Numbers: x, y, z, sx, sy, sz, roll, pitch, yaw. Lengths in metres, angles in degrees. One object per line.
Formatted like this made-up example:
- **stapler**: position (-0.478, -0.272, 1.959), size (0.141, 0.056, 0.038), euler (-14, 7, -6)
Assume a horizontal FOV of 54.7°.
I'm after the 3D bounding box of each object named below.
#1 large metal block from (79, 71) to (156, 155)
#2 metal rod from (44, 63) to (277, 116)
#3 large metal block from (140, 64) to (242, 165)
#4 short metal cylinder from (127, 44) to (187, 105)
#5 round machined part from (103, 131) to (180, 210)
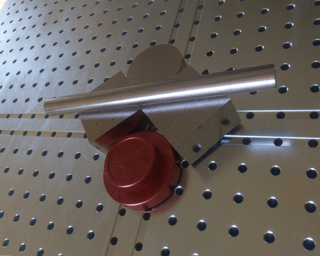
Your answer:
- **large metal block**: position (-0.062, -0.019, 0.431), size (0.080, 0.050, 0.080), euler (-34, 53, 5)
- **metal rod**: position (-0.020, -0.040, 0.372), size (0.300, 0.025, 0.025), euler (-5, 60, 26)
- **large metal block**: position (0.036, -0.017, 0.375), size (0.080, 0.050, 0.080), euler (-41, 51, 1)
- **short metal cylinder**: position (0.002, -0.068, 0.428), size (0.080, 0.050, 0.080), euler (-13, 56, 21)
- **round machined part**: position (-0.028, 0.046, 0.379), size (0.098, 0.042, 0.098), euler (-13, 56, 21)
